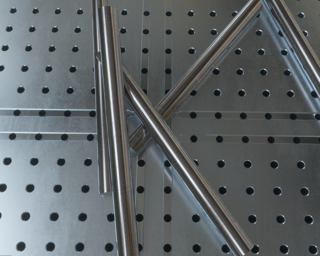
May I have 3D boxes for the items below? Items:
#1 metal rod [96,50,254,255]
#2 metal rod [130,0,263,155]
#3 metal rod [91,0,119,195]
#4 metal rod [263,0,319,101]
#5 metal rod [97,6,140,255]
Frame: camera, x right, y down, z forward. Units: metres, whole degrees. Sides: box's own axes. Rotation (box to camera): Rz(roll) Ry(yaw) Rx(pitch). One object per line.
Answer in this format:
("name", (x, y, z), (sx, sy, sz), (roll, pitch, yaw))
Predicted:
("metal rod", (0.010, 0.018, 0.379), (0.025, 0.025, 0.299), (-33, 76, -11))
("metal rod", (0.056, -0.082, 0.442), (0.025, 0.025, 0.301), (37, 74, 12))
("metal rod", (-0.078, -0.059, 0.432), (0.025, 0.025, 0.299), (-6, 70, -2))
("metal rod", (0.215, -0.099, 0.450), (0.025, 0.025, 0.299), (-18, 71, -7))
("metal rod", (-0.051, 0.001, 0.373), (0.025, 0.025, 0.298), (-6, 84, -2))
